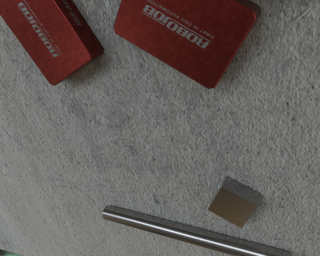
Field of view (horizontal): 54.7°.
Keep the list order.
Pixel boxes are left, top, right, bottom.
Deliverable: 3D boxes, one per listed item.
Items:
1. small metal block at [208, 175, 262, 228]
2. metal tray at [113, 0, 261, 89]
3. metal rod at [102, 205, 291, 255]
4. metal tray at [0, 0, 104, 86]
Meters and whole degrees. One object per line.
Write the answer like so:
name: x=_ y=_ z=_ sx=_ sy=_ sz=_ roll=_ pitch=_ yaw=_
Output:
small metal block: x=0.099 y=0.099 z=0.415 sx=0.050 sy=0.025 sz=0.050 roll=27 pitch=128 yaw=10
metal tray: x=0.023 y=-0.111 z=0.322 sx=0.130 sy=0.030 sz=0.089 roll=32 pitch=128 yaw=6
metal rod: x=0.042 y=0.166 z=0.486 sx=0.301 sy=0.025 sz=0.025 roll=7 pitch=122 yaw=24
metal tray: x=-0.143 y=-0.130 z=0.397 sx=0.090 sy=0.030 sz=0.130 roll=-23 pitch=106 yaw=36
